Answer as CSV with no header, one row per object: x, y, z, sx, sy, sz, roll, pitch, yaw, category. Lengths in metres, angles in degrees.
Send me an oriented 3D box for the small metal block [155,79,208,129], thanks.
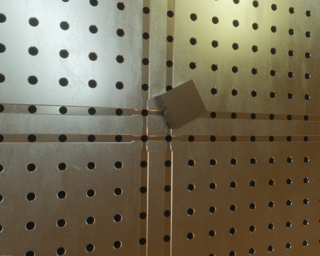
0.029,-0.032,0.423,0.050,0.025,0.050,-29,100,-18,small metal block
